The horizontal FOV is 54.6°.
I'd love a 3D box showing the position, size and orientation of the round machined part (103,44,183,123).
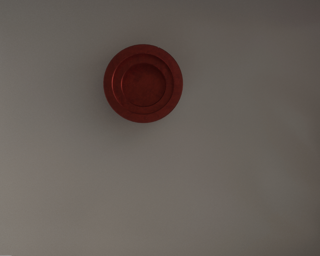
[{"bbox_3d":[-0.021,-0.055,0.403,0.099,0.042,0.097,0,90,0],"label":"round machined part"}]
